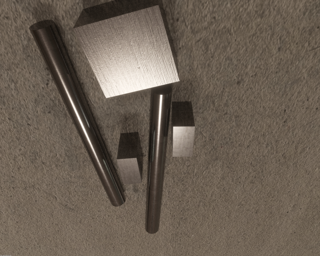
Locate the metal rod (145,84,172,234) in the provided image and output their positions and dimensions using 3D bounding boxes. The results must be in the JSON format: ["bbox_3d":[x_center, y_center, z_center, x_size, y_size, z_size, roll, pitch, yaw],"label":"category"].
[{"bbox_3d":[-0.006,0.067,0.464,0.025,0.025,0.298,2,130,-2],"label":"metal rod"}]

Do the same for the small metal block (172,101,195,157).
[{"bbox_3d":[0.028,0.001,0.392,0.025,0.050,0.050,-1,130,0],"label":"small metal block"}]

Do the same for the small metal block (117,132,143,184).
[{"bbox_3d":[-0.040,0.041,0.426,0.025,0.050,0.050,-5,130,3],"label":"small metal block"}]

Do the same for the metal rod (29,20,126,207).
[{"bbox_3d":[-0.094,0.006,0.411,0.025,0.025,0.298,-8,130,6],"label":"metal rod"}]

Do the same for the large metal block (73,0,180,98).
[{"bbox_3d":[-0.029,-0.085,0.318,0.080,0.050,0.080,-12,129,9],"label":"large metal block"}]
